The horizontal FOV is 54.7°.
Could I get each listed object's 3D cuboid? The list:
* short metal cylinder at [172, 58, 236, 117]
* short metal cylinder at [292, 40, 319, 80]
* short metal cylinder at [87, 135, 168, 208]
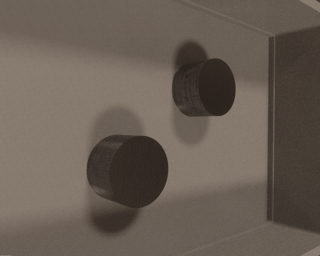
[{"bbox_3d":[0.064,-0.056,0.446,0.081,0.050,0.079,0,90,-40],"label":"short metal cylinder"},{"bbox_3d":[0.330,-0.145,0.654,0.050,0.080,0.079,-16,101,-39],"label":"short metal cylinder"},{"bbox_3d":[-0.037,0.048,0.361,0.081,0.050,0.079,0,90,-40],"label":"short metal cylinder"}]
